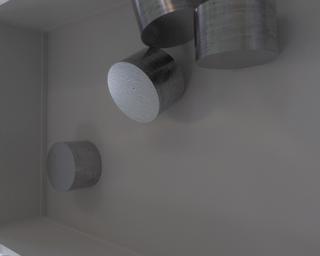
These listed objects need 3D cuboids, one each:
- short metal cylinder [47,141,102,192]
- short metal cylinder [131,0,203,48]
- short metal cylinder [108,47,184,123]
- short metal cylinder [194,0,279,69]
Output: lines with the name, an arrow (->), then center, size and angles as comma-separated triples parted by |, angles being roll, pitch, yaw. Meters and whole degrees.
short metal cylinder -> -0.141, 0.061, 0.508 | 0.080, 0.050, 0.080 | 0, 90, 40
short metal cylinder -> 0.011, -0.136, 0.362 | 0.080, 0.081, 0.050 | -24, 75, 37
short metal cylinder -> -0.018, -0.053, 0.383 | 0.080, 0.050, 0.079 | 25, 135, 28
short metal cylinder -> 0.075, -0.092, 0.309 | 0.080, 0.081, 0.050 | -3, 88, 40
